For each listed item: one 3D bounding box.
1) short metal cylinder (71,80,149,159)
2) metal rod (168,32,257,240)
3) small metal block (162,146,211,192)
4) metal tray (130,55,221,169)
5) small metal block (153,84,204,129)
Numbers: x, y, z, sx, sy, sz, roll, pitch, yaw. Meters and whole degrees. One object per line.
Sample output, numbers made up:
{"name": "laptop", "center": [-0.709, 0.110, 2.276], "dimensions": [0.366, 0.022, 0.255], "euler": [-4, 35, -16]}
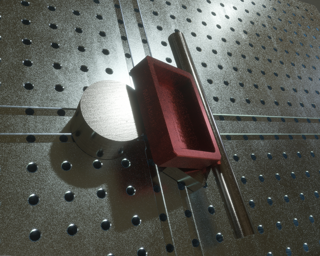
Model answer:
{"name": "short metal cylinder", "center": [-0.059, -0.009, 0.366], "dimensions": [0.081, 0.050, 0.080], "euler": [14, 56, -21]}
{"name": "metal rod", "center": [0.061, -0.007, 0.415], "dimensions": [0.025, 0.025, 0.299], "euler": [-1, 62, -29]}
{"name": "small metal block", "center": [0.038, 0.046, 0.401], "dimensions": [0.050, 0.025, 0.050], "euler": [34, 51, -7]}
{"name": "metal tray", "center": [0.019, -0.017, 0.376], "dimensions": [0.091, 0.030, 0.130], "euler": [11, 55, -46]}
{"name": "small metal block", "center": [0.027, -0.031, 0.444], "dimensions": [0.050, 0.025, 0.050], "euler": [-16, 70, -35]}
